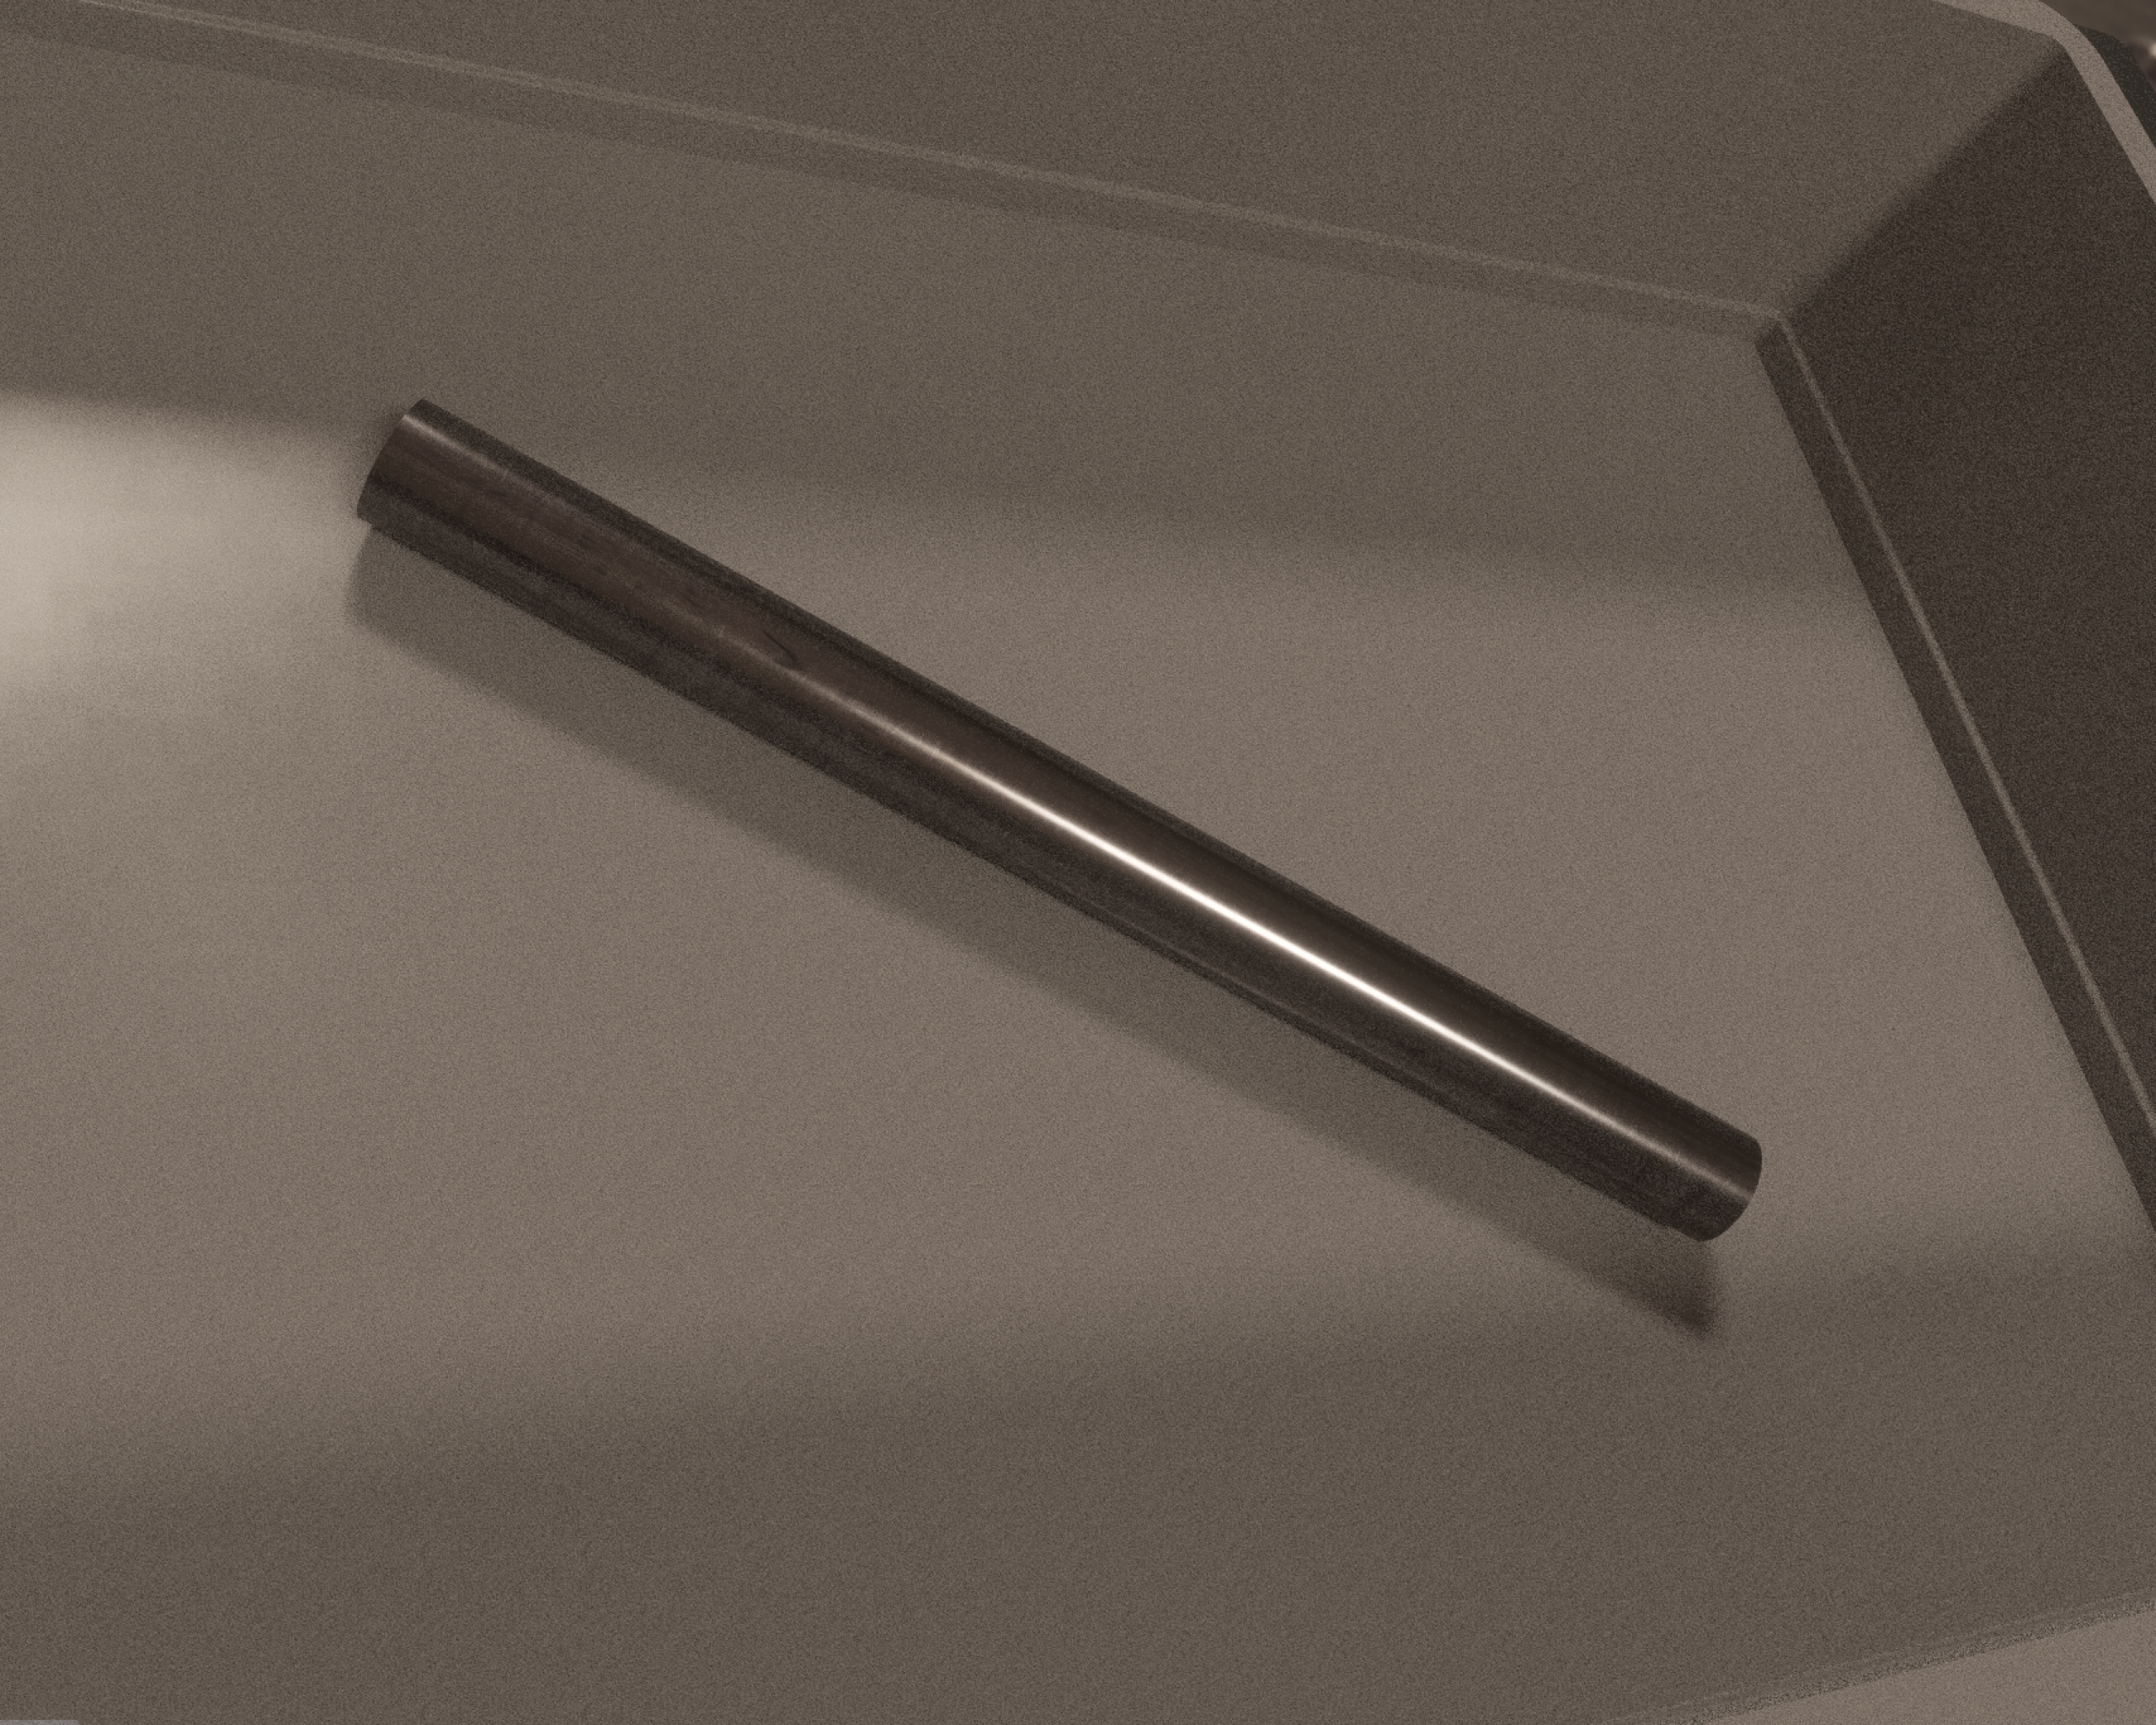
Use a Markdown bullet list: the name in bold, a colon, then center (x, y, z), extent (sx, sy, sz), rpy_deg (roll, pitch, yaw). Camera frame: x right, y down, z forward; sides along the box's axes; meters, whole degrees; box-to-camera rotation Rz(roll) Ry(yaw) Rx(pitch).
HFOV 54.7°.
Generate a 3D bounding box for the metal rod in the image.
- **metal rod**: center (0.005, -0.003, 0.409), extent (0.301, 0.025, 0.025), rpy_deg (29, 52, -11)
